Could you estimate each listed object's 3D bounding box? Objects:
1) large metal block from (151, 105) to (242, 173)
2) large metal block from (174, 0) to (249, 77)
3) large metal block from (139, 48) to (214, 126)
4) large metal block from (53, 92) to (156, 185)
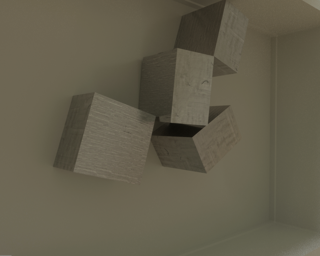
[{"bbox_3d":[0.047,0.012,0.410,0.080,0.080,0.050,-37,113,-34],"label":"large metal block"},{"bbox_3d":[0.066,-0.117,0.426,0.050,0.080,0.080,23,75,-38],"label":"large metal block"},{"bbox_3d":[0.017,-0.047,0.376,0.050,0.080,0.079,4,92,-30],"label":"large metal block"},{"bbox_3d":[-0.059,0.014,0.341,0.080,0.050,0.080,20,77,-38],"label":"large metal block"}]
